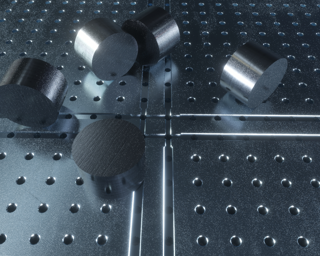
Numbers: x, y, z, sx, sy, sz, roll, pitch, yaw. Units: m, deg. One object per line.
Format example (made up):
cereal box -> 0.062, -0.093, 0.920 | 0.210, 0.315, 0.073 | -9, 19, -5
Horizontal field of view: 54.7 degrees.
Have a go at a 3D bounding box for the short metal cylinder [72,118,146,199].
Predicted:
short metal cylinder -> -0.057, 0.035, 0.361 | 0.081, 0.050, 0.080 | 0, 50, 0

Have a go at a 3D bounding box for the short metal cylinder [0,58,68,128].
short metal cylinder -> -0.168, -0.045, 0.407 | 0.080, 0.080, 0.050 | 3, 50, 2

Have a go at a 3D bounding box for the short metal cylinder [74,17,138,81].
short metal cylinder -> -0.081, -0.119, 0.471 | 0.081, 0.080, 0.050 | -31, 57, -24

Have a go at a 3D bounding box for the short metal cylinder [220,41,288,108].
short metal cylinder -> 0.132, -0.075, 0.436 | 0.081, 0.080, 0.050 | -32, 58, -24

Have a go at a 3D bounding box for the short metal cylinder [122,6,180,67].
short metal cylinder -> -0.015, -0.146, 0.494 | 0.080, 0.080, 0.050 | 32, 57, 24
